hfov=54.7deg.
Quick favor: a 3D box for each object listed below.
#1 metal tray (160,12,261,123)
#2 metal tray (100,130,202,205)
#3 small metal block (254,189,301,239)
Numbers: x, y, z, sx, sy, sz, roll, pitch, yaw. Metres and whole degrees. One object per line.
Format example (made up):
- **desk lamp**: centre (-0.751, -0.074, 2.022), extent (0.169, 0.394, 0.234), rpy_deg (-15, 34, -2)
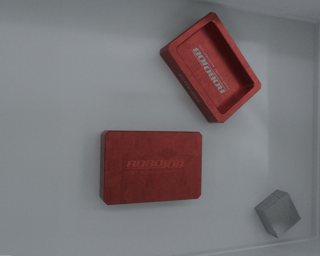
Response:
- **metal tray**: centre (0.073, -0.082, 0.436), extent (0.090, 0.030, 0.130), rpy_deg (-41, 103, -16)
- **metal tray**: centre (-0.010, 0.049, 0.405), extent (0.131, 0.030, 0.089), rpy_deg (1, 90, -21)
- **small metal block**: centre (0.183, 0.132, 0.480), extent (0.050, 0.025, 0.050), rpy_deg (-32, 101, -17)
